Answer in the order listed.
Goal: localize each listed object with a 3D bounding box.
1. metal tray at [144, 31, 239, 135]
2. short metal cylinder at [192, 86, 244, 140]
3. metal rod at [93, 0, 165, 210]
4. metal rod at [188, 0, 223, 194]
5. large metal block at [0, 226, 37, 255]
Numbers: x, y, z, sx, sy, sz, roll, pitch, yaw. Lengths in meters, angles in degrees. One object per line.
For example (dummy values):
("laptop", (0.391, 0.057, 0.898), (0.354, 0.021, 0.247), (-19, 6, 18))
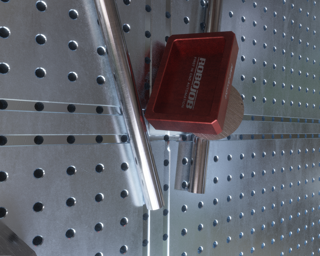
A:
("metal tray", (0.042, -0.059, 0.388), (0.030, 0.090, 0.130), (51, 50, -55))
("short metal cylinder", (0.070, -0.022, 0.424), (0.050, 0.080, 0.080), (36, 59, -82))
("metal rod", (-0.039, -0.042, 0.376), (0.025, 0.025, 0.298), (-22, 104, -38))
("metal rod", (0.070, -0.053, 0.467), (0.025, 0.025, 0.298), (11, 83, -40))
("large metal block", (-0.144, 0.134, 0.253), (0.081, 0.080, 0.050), (-29, 109, -36))
